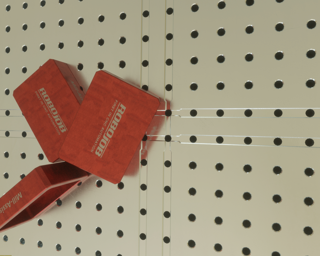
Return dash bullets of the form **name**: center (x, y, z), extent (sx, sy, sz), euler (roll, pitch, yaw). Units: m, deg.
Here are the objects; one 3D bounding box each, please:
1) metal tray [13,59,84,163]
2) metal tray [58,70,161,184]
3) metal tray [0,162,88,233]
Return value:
- **metal tray**: center (-0.153, -0.025, 0.462), extent (0.090, 0.030, 0.130), euler (-35, 79, 16)
- **metal tray**: center (-0.067, -0.001, 0.415), extent (0.090, 0.030, 0.129), euler (26, 99, -5)
- **metal tray**: center (-0.177, 0.097, 0.438), extent (0.130, 0.090, 0.030), euler (-38, 78, 15)
